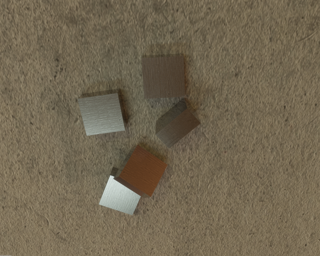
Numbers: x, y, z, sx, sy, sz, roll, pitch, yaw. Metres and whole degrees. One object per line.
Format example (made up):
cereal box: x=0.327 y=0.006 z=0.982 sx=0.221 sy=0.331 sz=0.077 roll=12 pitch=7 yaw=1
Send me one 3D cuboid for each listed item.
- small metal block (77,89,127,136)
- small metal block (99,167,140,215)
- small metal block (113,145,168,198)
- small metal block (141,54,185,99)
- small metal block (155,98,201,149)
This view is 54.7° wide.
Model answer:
small metal block: x=-0.073 y=-0.021 z=0.401 sx=0.050 sy=0.025 sz=0.050 roll=-8 pitch=110 yaw=3
small metal block: x=-0.053 y=0.090 z=0.442 sx=0.050 sy=0.025 sz=0.050 roll=21 pitch=109 yaw=-8
small metal block: x=-0.026 y=0.059 z=0.416 sx=0.050 sy=0.025 sz=0.050 roll=35 pitch=63 yaw=-12
small metal block: x=0.004 y=-0.065 z=0.386 sx=0.050 sy=0.025 sz=0.050 roll=-3 pitch=110 yaw=1
small metal block: x=0.022 y=-0.008 z=0.394 sx=0.050 sy=0.050 sz=0.025 roll=-40 pitch=106 yaw=13
